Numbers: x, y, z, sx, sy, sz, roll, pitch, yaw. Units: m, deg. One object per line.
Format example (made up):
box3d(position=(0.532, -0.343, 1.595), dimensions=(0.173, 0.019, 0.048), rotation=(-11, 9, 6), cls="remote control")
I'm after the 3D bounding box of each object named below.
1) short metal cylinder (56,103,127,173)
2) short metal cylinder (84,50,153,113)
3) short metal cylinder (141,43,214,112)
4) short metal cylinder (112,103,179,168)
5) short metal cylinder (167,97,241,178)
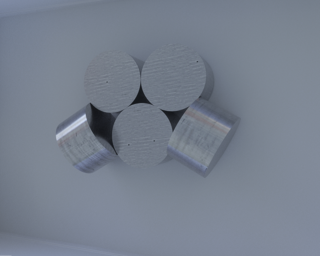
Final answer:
box3d(position=(-0.089, 0.013, 0.411), dimensions=(0.050, 0.080, 0.080), rotation=(-32, 80, 17), cls="short metal cylinder")
box3d(position=(-0.053, -0.059, 0.414), dimensions=(0.080, 0.050, 0.080), rotation=(0, 90, 20), cls="short metal cylinder")
box3d(position=(0.023, -0.060, 0.387), dimensions=(0.080, 0.050, 0.080), rotation=(0, 90, 20), cls="short metal cylinder")
box3d(position=(-0.014, 0.009, 0.400), dimensions=(0.080, 0.050, 0.080), rotation=(0, 90, 20), cls="short metal cylinder")
box3d(position=(0.051, 0.011, 0.361), dimensions=(0.050, 0.080, 0.080), rotation=(31, 100, 17), cls="short metal cylinder")
